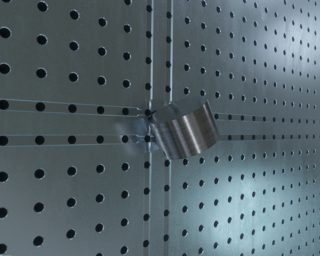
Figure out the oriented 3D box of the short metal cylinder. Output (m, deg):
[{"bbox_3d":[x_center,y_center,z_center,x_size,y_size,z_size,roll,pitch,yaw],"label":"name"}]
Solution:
[{"bbox_3d":[0.031,-0.002,0.397,0.080,0.080,0.050,-35,111,-34],"label":"short metal cylinder"}]
